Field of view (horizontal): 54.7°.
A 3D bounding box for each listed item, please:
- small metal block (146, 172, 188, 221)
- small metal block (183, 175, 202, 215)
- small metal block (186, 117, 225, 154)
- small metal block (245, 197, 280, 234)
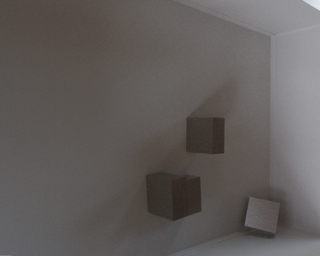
[{"bbox_3d":[0.008,0.086,0.397,0.025,0.050,0.050,-5,94,-40],"label":"small metal block"},{"bbox_3d":[0.031,0.095,0.432,0.050,0.025,0.050,-4,93,-40],"label":"small metal block"},{"bbox_3d":[0.064,0.010,0.444,0.025,0.050,0.050,1,90,-40],"label":"small metal block"},{"bbox_3d":[0.177,0.150,0.534,0.025,0.050,0.050,44,58,-61],"label":"small metal block"}]
